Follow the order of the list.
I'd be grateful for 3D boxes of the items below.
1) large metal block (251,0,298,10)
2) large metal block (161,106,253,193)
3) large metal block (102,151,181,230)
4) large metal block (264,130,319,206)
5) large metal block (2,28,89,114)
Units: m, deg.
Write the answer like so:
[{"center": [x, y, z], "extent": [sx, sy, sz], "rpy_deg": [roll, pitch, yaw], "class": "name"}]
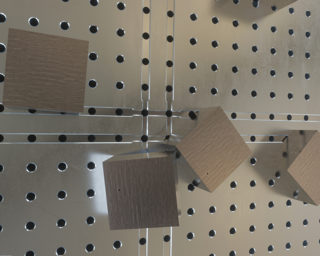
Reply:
[{"center": [0.170, -0.219, 0.445], "extent": [0.081, 0.080, 0.050], "rpy_deg": [8, 88, -20], "class": "large metal block"}, {"center": [0.063, 0.027, 0.422], "extent": [0.080, 0.050, 0.080], "rpy_deg": [-41, 103, -16], "class": "large metal block"}, {"center": [-0.019, 0.073, 0.376], "extent": [0.080, 0.050, 0.080], "rpy_deg": [-5, 92, 7], "class": "large metal block"}, {"center": [0.225, 0.059, 0.482], "extent": [0.080, 0.050, 0.080], "rpy_deg": [47, 76, -14], "class": "large metal block"}, {"center": [-0.128, -0.060, 0.352], "extent": [0.081, 0.050, 0.080], "rpy_deg": [5, 89, -20], "class": "large metal block"}]
